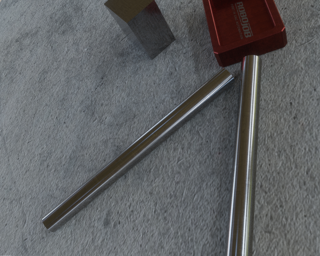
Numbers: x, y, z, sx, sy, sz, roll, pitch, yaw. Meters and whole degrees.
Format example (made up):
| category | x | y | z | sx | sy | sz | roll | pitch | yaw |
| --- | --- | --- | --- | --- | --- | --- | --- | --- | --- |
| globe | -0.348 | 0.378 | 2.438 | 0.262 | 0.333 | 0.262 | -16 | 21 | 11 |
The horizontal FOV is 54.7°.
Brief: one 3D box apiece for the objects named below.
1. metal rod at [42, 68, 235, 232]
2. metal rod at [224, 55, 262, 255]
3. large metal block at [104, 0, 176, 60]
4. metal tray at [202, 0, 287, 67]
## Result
| category | x | y | z | sx | sy | sz | roll | pitch | yaw |
| --- | --- | --- | --- | --- | --- | --- | --- | --- | --- |
| metal rod | -0.027 | 0.028 | 0.399 | 0.300 | 0.025 | 0.025 | -40 | 51 | 0 |
| metal rod | 0.089 | 0.047 | 0.327 | 0.025 | 0.025 | 0.299 | -2 | 60 | 27 |
| large metal block | -0.031 | -0.166 | 0.485 | 0.050 | 0.080 | 0.080 | -41 | 51 | 0 |
| metal tray | 0.114 | -0.154 | 0.434 | 0.090 | 0.030 | 0.130 | -16 | 55 | 18 |
